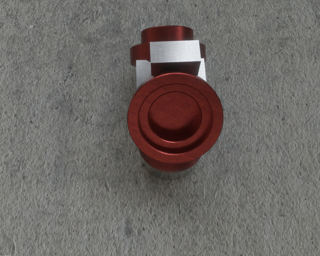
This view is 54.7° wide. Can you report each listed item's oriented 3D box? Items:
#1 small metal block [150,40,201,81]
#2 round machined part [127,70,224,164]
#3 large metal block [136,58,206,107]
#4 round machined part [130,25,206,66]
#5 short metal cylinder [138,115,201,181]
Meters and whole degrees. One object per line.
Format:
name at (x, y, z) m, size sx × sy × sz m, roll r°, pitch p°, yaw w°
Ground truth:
small metal block at (0.015, -0.069, 0.336) m, size 0.050 × 0.050 × 0.025 m, roll -3°, pitch 70°, yaw -1°
round machined part at (0.016, -0.014, 0.336) m, size 0.099 × 0.042 × 0.097 m, roll -1°, pitch 109°, yaw -1°
large metal block at (0.013, -0.045, 0.396) m, size 0.081 × 0.080 × 0.050 m, roll -2°, pitch 70°, yaw -1°
round machined part at (0.010, -0.105, 0.405) m, size 0.099 × 0.098 × 0.042 m, roll -2°, pitch 95°, yaw -1°
short metal cylinder at (0.013, 0.022, 0.389) m, size 0.081 × 0.050 × 0.080 m, roll 0°, pitch 70°, yaw 0°
